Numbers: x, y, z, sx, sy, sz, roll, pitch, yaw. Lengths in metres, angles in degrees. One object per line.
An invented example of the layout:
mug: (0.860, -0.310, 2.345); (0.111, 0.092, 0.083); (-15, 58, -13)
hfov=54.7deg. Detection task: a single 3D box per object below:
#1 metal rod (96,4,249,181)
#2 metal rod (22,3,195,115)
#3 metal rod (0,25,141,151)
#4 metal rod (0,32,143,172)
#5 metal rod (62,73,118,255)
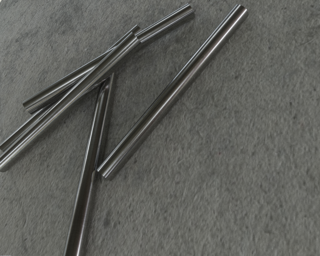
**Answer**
metal rod: (0.022, -0.053, 0.423); (0.025, 0.025, 0.300); (33, 80, 38)
metal rod: (-0.080, -0.109, 0.490); (0.301, 0.025, 0.025); (-31, 52, 0)
metal rod: (-0.144, -0.064, 0.516); (0.300, 0.025, 0.025); (-42, 51, -1)
metal rod: (-0.145, -0.035, 0.476); (0.300, 0.025, 0.025); (-41, 51, 9)
metal rod: (-0.092, 0.046, 0.421); (0.025, 0.025, 0.299); (-9, 58, 23)
